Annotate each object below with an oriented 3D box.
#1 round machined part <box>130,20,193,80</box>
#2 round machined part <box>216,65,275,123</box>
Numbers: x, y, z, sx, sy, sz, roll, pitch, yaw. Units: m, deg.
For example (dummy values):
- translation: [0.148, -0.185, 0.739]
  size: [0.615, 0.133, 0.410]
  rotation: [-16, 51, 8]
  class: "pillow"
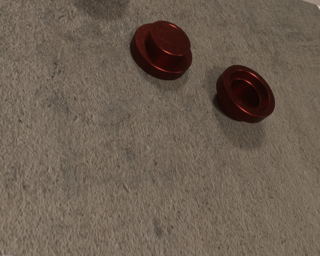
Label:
- translation: [0.008, -0.125, 0.475]
  size: [0.099, 0.042, 0.098]
  rotation: [14, 56, -21]
  class: "round machined part"
- translation: [0.131, -0.050, 0.496]
  size: [0.099, 0.042, 0.098]
  rotation: [14, 56, -21]
  class: "round machined part"
